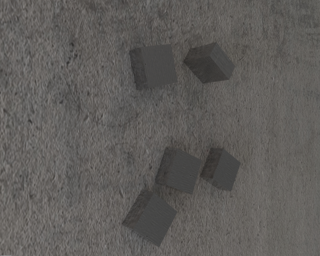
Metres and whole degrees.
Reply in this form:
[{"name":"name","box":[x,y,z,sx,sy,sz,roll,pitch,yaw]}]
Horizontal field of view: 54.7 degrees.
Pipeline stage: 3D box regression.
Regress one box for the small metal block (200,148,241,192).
[{"name":"small metal block","box":[0.095,0.065,0.484,0.050,0.025,0.050,37,67,-34]}]

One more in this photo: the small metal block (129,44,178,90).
[{"name":"small metal block","box":[-0.008,-0.078,0.398,0.050,0.025,0.050,-18,102,-38]}]

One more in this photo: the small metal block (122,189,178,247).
[{"name":"small metal block","box":[-0.012,0.114,0.394,0.050,0.025,0.050,46,63,-30]}]

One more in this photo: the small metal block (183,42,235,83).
[{"name":"small metal block","box":[0.071,-0.092,0.447,0.050,0.050,0.025,41,65,-33]}]

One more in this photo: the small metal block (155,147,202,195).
[{"name":"small metal block","box":[0.026,0.059,0.426,0.050,0.025,0.050,28,72,-36]}]
